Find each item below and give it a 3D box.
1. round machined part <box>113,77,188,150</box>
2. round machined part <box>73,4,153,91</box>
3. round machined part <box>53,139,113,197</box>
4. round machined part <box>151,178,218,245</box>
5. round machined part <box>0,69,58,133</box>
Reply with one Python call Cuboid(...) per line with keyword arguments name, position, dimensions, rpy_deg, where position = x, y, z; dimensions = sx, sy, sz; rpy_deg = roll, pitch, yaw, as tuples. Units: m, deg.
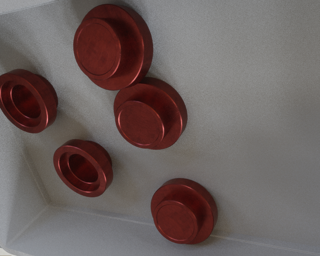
Cuboid(name="round machined part", position=(-0.018, -0.012, 0.398), dimensions=(0.098, 0.042, 0.097), rpy_deg=(13, 124, 20))
Cuboid(name="round machined part", position=(-0.061, -0.091, 0.357), dimensions=(0.098, 0.042, 0.097), rpy_deg=(10, 110, 28))
Cuboid(name="round machined part", position=(-0.116, 0.059, 0.493), dimensions=(0.098, 0.042, 0.097), rpy_deg=(13, 124, 20))
Cuboid(name="round machined part", position=(0.030, 0.126, 0.446), dimensions=(0.098, 0.042, 0.097), rpy_deg=(8, 109, 24))
Cuboid(name="round machined part", position=(-0.197, -0.044, 0.471), dimensions=(0.098, 0.042, 0.097), rpy_deg=(13, 124, 20))
